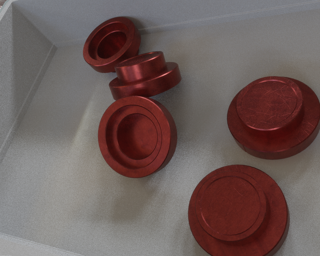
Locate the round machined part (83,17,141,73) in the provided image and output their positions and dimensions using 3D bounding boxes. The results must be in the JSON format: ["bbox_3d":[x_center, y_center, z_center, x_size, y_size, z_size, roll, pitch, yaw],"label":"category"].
[{"bbox_3d":[-0.074,-0.131,0.512,0.098,0.042,0.098,-12,60,22],"label":"round machined part"}]

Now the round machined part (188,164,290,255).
[{"bbox_3d":[0.074,0.081,0.306,0.098,0.042,0.098,-13,56,21],"label":"round machined part"}]

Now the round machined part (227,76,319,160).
[{"bbox_3d":[0.122,-0.018,0.342,0.098,0.042,0.098,-13,56,21],"label":"round machined part"}]

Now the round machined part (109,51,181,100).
[{"bbox_3d":[-0.023,-0.075,0.423,0.098,0.042,0.098,-14,22,6],"label":"round machined part"}]

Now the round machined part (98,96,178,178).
[{"bbox_3d":[-0.024,0.010,0.384,0.098,0.042,0.097,1,92,24],"label":"round machined part"}]
